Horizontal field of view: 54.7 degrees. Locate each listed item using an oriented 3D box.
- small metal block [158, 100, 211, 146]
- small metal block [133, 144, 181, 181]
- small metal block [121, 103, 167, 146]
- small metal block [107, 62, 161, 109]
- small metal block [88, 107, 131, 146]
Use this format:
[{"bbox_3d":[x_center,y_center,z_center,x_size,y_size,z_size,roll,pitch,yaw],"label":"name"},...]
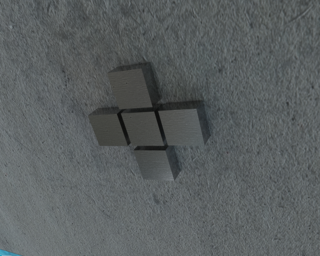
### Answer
[{"bbox_3d":[0.031,-0.006,0.387,0.050,0.025,0.050,-2,118,28],"label":"small metal block"},{"bbox_3d":[-0.003,0.046,0.437,0.050,0.025,0.050,-2,118,29],"label":"small metal block"},{"bbox_3d":[-0.018,-0.004,0.414,0.050,0.025,0.050,-2,118,28],"label":"small metal block"},{"bbox_3d":[-0.032,-0.053,0.391,0.050,0.025,0.050,-2,118,28],"label":"small metal block"},{"bbox_3d":[-0.068,-0.002,0.441,0.050,0.025,0.050,-2,118,28],"label":"small metal block"}]
